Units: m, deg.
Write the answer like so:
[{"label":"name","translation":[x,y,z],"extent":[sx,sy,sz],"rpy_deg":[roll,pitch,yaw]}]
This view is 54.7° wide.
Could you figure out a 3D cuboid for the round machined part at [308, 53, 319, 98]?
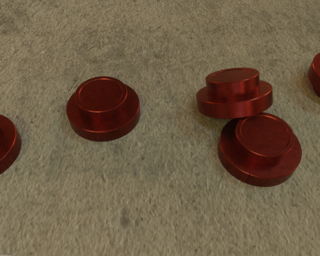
[{"label":"round machined part","translation":[0.267,-0.069,0.454],"extent":[0.099,0.042,0.098],"rpy_deg":[0,50,0]}]

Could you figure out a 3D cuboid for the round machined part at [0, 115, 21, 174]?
[{"label":"round machined part","translation":[-0.226,0.017,0.375],"extent":[0.099,0.042,0.098],"rpy_deg":[0,50,0]}]

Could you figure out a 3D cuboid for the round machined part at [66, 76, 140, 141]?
[{"label":"round machined part","translation":[-0.077,-0.033,0.419],"extent":[0.099,0.042,0.098],"rpy_deg":[0,50,0]}]

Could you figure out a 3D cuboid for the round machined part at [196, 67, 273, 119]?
[{"label":"round machined part","translation":[0.097,-0.051,0.410],"extent":[0.099,0.042,0.098],"rpy_deg":[-9,23,4]}]

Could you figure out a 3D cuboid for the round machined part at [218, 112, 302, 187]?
[{"label":"round machined part","translation":[0.123,0.019,0.378],"extent":[0.099,0.042,0.098],"rpy_deg":[0,50,0]}]
